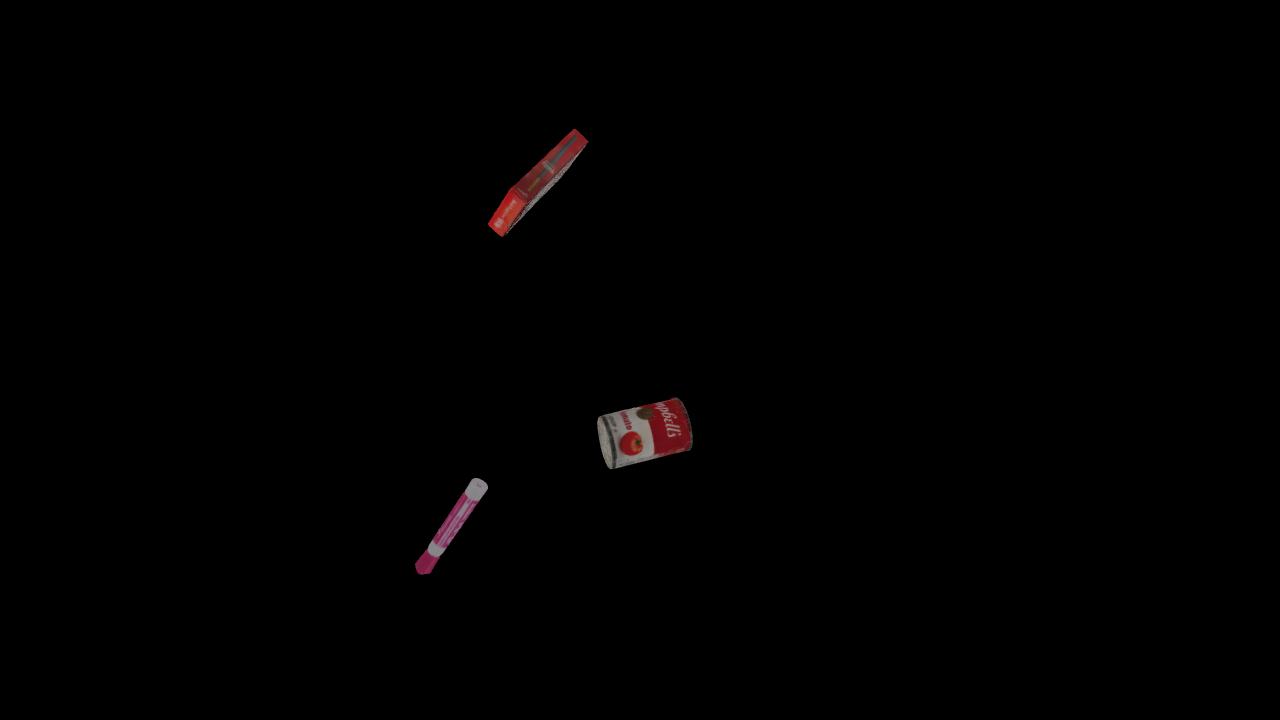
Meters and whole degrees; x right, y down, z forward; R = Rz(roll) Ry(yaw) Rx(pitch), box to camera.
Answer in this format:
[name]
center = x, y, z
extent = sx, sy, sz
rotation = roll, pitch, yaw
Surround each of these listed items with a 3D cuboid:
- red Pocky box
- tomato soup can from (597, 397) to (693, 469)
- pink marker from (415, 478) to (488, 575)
[red Pocky box]
center = -0.128, -0.227, 0.781
extent = 0.028, 0.155, 0.083
rotation = 42, -37, -14
[tomato soup can]
center = 0.004, 0.089, 0.745
extent = 0.101, 0.068, 0.068
rotation = -12, 3, -14
[pink marker]
center = -0.196, 0.174, 0.634
extent = 0.020, 0.121, 0.020
rotation = 34, 10, -7
